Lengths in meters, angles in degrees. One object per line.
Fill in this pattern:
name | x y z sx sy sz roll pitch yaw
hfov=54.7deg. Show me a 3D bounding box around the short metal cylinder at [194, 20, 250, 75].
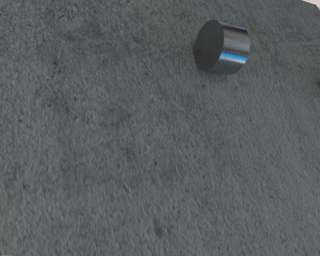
short metal cylinder | 0.099 -0.130 0.503 0.050 0.080 0.080 3 60 -27
